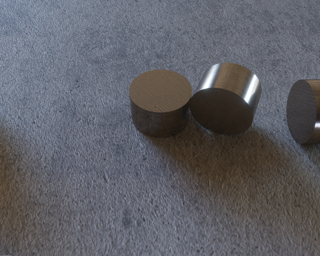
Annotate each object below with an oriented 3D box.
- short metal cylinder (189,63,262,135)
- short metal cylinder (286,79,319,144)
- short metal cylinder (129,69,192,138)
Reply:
[{"bbox_3d":[0.085,-0.036,0.398,0.080,0.080,0.050,18,53,14],"label":"short metal cylinder"},{"bbox_3d":[0.200,-0.021,0.386,0.050,0.080,0.080,-1,50,-1],"label":"short metal cylinder"},{"bbox_3d":[0.001,-0.033,0.415,0.081,0.050,0.080,0,50,0],"label":"short metal cylinder"}]
